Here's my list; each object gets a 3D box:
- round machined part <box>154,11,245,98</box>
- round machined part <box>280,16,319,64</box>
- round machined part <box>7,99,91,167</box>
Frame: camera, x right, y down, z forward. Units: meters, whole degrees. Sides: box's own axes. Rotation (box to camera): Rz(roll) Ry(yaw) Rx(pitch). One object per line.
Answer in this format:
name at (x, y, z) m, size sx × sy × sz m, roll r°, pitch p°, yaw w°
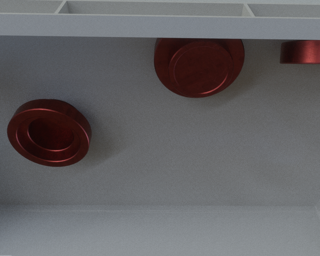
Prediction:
round machined part at (0.043, -0.072, 0.337) m, size 0.099 × 0.042 × 0.097 m, roll 0°, pitch 130°, yaw 0°
round machined part at (0.170, -0.084, 0.300) m, size 0.099 × 0.098 × 0.042 m, roll 0°, pitch 101°, yaw 0°
round machined part at (-0.137, 0.002, 0.398) m, size 0.099 × 0.042 × 0.097 m, roll 0°, pitch 130°, yaw 0°
